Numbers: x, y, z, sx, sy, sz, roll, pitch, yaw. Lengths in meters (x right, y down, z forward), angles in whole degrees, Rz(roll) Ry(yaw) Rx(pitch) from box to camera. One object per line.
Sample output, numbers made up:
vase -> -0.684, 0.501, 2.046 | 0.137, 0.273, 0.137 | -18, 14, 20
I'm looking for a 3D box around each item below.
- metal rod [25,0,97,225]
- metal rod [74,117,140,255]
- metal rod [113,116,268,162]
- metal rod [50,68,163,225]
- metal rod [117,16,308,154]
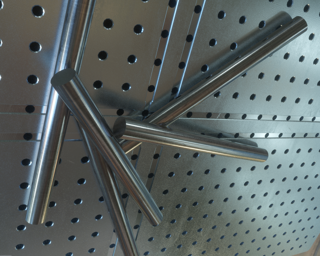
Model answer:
metal rod -> -0.112, -0.016, 0.340 | 0.025, 0.025, 0.298 | 6, 116, -31
metal rod -> -0.067, 0.098, 0.436 | 0.025, 0.025, 0.298 | -21, 127, -16
metal rod -> 0.067, 0.024, 0.442 | 0.302, 0.025, 0.025 | 12, 112, -41
metal rod -> -0.048, 0.049, 0.393 | 0.025, 0.025, 0.299 | -32, 136, -8
metal rod -> 0.072, -0.060, 0.415 | 0.301, 0.025, 0.025 | -34, 129, -6
